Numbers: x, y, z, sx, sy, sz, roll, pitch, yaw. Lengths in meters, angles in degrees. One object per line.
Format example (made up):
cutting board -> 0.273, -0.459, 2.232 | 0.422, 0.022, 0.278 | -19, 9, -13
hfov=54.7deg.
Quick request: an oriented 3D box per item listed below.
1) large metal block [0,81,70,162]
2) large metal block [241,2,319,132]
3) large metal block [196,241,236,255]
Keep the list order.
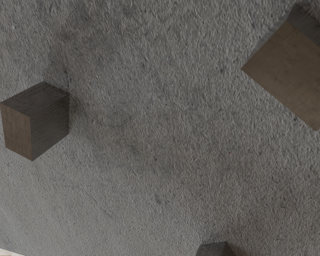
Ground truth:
large metal block -> -0.182, -0.012, 0.460 | 0.050, 0.080, 0.079 | 24, 127, 14
large metal block -> 0.126, -0.057, 0.270 | 0.080, 0.080, 0.050 | 40, 129, 1
large metal block -> 0.089, 0.234, 0.469 | 0.050, 0.080, 0.080 | -26, 104, 37
